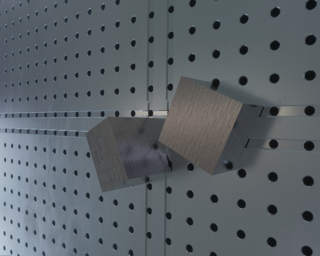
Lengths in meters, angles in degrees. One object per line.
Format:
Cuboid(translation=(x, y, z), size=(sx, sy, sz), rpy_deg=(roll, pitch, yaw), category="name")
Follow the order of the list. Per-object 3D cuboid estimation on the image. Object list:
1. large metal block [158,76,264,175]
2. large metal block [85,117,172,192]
Cuboid(translation=(0.055, -0.004, 0.349), size=(0.080, 0.050, 0.080), rpy_deg=(31, 110, 35), category="large metal block")
Cuboid(translation=(-0.041, 0.033, 0.408), size=(0.050, 0.081, 0.080), rpy_deg=(-32, 71, 36), category="large metal block")
